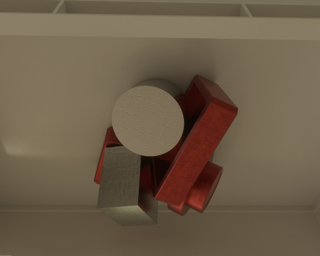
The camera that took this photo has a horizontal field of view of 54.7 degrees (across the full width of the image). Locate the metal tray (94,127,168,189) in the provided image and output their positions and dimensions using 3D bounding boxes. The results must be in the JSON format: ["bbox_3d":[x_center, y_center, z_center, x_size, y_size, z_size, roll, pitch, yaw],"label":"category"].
[{"bbox_3d":[-0.022,0.054,0.448,0.131,0.030,0.089,13,129,-12],"label":"metal tray"}]

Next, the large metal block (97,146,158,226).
[{"bbox_3d":[-0.037,0.077,0.406,0.050,0.080,0.080,-7,146,14],"label":"large metal block"}]

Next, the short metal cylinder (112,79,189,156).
[{"bbox_3d":[-0.009,-0.014,0.359,0.080,0.050,0.079,3,107,10],"label":"short metal cylinder"}]

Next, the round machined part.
[{"bbox_3d":[0.053,0.076,0.420,0.042,0.098,0.097,25,133,19],"label":"round machined part"}]

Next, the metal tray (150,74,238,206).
[{"bbox_3d":[0.031,0.012,0.355,0.030,0.090,0.129,23,111,-15],"label":"metal tray"}]
